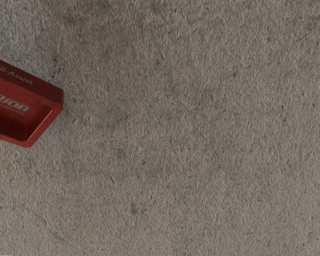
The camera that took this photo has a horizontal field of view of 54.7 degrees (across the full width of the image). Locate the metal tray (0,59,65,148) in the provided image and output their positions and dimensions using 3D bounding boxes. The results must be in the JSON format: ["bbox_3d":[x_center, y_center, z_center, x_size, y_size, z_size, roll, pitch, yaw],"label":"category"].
[{"bbox_3d":[-0.191,-0.033,0.355,0.131,0.030,0.090,27,124,-34],"label":"metal tray"}]
